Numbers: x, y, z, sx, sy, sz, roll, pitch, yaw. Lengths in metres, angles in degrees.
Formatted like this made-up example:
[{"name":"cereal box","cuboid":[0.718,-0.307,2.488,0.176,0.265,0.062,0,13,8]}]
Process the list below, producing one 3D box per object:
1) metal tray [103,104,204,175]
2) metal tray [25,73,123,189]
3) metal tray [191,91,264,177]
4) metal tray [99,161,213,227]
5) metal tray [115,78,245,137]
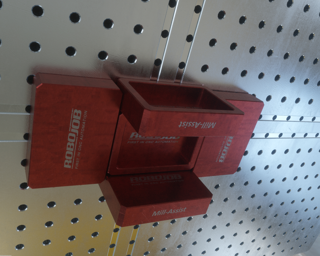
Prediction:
[{"name":"metal tray","cuboid":[-0.005,0.014,0.413,0.131,0.030,0.089,1,118,-29]},{"name":"metal tray","cuboid":[-0.101,0.007,0.357,0.091,0.030,0.129,1,118,-29]},{"name":"metal tray","cuboid":[0.093,0.011,0.466,0.091,0.030,0.129,0,118,-30]},{"name":"metal tray","cuboid":[-0.007,0.081,0.415,0.131,0.090,0.030,1,118,-29]},{"name":"metal tray","cuboid":[0.022,-0.025,0.367,0.131,0.090,0.030,1,118,-29]}]
